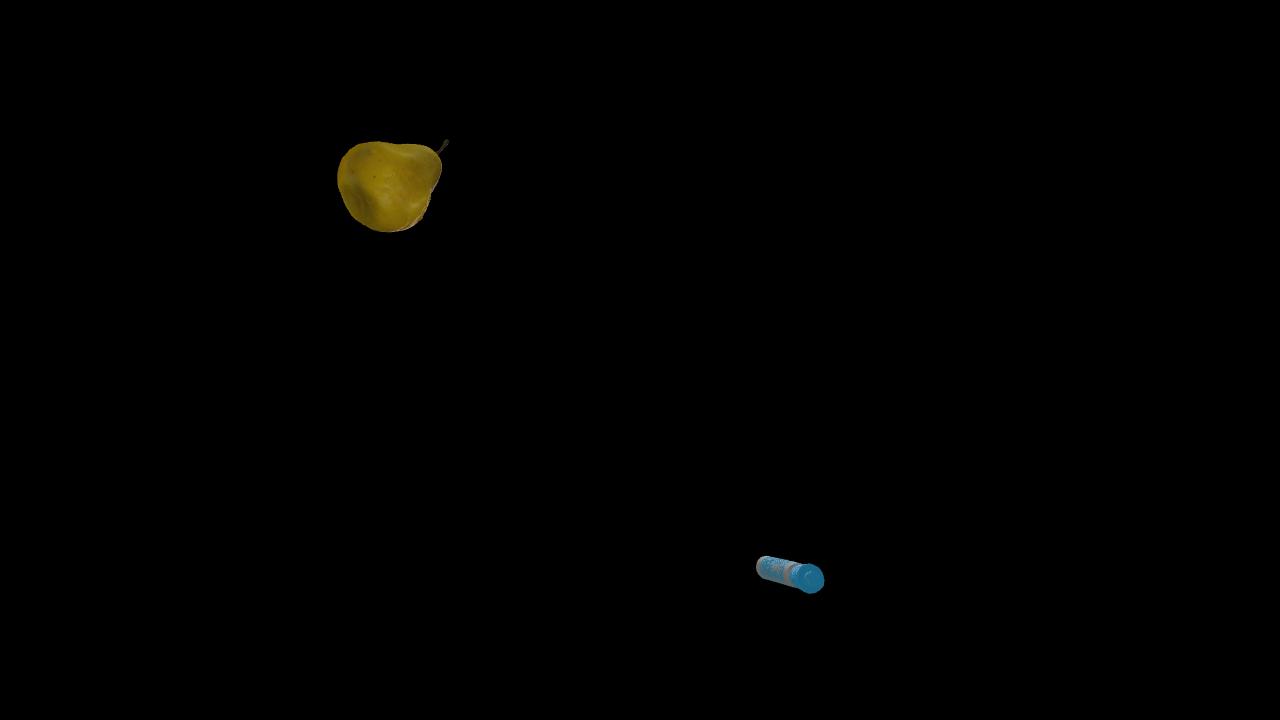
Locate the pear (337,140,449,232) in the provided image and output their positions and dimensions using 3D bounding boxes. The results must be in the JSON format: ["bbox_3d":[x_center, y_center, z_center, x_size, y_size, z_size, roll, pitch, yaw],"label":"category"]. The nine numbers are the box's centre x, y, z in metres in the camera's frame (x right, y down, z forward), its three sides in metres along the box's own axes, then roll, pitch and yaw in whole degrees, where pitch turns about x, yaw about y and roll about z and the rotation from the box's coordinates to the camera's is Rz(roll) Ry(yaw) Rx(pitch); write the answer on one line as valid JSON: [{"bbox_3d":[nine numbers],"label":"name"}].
[{"bbox_3d":[-0.216,-0.165,0.563,0.080,0.080,0.111,0,31,41],"label":"pear"}]

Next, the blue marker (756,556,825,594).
[{"bbox_3d":[0.109,0.158,0.458,0.020,0.020,0.121,0,-15,-3],"label":"blue marker"}]
